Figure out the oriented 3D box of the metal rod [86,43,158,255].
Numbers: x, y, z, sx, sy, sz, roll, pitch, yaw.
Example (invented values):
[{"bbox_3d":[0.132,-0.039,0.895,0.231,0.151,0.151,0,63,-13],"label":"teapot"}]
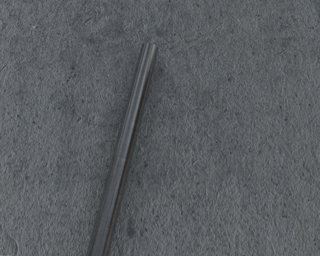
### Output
[{"bbox_3d":[-0.044,0.022,0.400,0.025,0.025,0.299,11,70,4],"label":"metal rod"}]
